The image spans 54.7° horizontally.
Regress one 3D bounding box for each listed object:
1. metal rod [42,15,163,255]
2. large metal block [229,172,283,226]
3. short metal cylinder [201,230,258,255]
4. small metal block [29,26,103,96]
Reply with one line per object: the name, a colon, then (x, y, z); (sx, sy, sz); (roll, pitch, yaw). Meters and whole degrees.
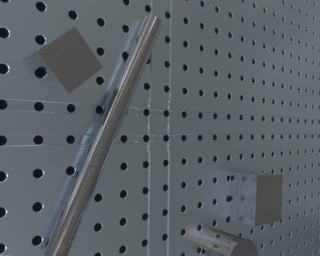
metal rod: (-0.059, -0.003, 0.360); (0.025, 0.025, 0.299); (32, 70, -36)
large metal block: (0.166, 0.118, 0.533); (0.081, 0.050, 0.080); (6, 86, -40)
short metal cylinder: (0.109, 0.208, 0.486); (0.081, 0.050, 0.079); (0, 90, -40)
small metal block: (-0.098, -0.070, 0.327); (0.050, 0.025, 0.050); (-48, 119, -29)
